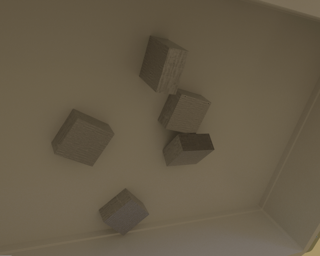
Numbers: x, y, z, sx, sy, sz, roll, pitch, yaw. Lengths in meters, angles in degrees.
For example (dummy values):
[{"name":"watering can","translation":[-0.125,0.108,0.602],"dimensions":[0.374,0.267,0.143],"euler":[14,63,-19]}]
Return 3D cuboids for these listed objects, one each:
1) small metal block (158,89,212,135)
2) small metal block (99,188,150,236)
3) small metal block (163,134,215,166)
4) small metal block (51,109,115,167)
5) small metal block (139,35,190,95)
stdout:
[{"name":"small metal block","translation":[0.032,-0.022,0.413],"dimensions":[0.050,0.025,0.050],"euler":[12,112,-33]},{"name":"small metal block","translation":[-0.052,0.124,0.457],"dimensions":[0.050,0.025,0.050],"euler":[-39,129,-2]},{"name":"small metal block","translation":[0.039,0.031,0.434],"dimensions":[0.050,0.025,0.050],"euler":[-1,151,-28]},{"name":"small metal block","translation":[-0.091,0.012,0.366],"dimensions":[0.050,0.025,0.050],"euler":[27,104,-37]},{"name":"small metal block","translation":[0.003,-0.071,0.350],"dimensions":[0.025,0.050,0.050],"euler":[3,117,-30]}]
